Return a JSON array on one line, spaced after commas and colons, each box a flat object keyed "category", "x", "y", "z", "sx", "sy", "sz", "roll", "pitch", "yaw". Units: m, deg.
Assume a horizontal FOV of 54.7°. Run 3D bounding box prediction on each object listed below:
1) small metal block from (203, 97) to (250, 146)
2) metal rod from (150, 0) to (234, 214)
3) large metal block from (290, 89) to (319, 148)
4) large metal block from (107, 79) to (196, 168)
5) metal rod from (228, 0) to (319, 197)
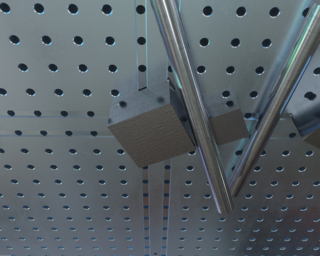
[{"category": "small metal block", "x": 0.084, "y": -0.007, "z": 0.406, "sx": 0.050, "sy": 0.025, "sz": 0.050, "roll": -19, "pitch": 128, "yaw": 15}, {"category": "metal rod", "x": 0.048, "y": -0.007, "z": 0.374, "sx": 0.025, "sy": 0.025, "sz": 0.299, "roll": -14, "pitch": 120, "yaw": 12}, {"category": "large metal block", "x": 0.229, "y": -0.012, "z": 0.387, "sx": 0.080, "sy": 0.050, "sz": 0.080, "roll": 24, "pitch": 126, "yaw": -19}, {"category": "large metal block", "x": -0.008, "y": -0.003, "z": 0.392, "sx": 0.080, "sy": 0.050, "sz": 0.080, "roll": -20, "pitch": 128, "yaw": 16}, {"category": "metal rod", "x": 0.141, "y": -0.011, "z": 0.403, "sx": 0.025, "sy": 0.025, "sz": 0.298, "roll": 7, "pitch": 130, "yaw": -6}]
